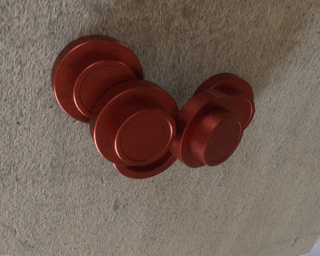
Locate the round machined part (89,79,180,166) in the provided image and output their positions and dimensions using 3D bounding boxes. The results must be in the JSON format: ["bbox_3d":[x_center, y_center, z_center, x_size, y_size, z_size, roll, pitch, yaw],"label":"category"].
[{"bbox_3d":[-0.022,0.001,0.332,0.099,0.042,0.097,-14,125,-21],"label":"round machined part"}]

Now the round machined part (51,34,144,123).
[{"bbox_3d":[-0.063,-0.047,0.334,0.099,0.042,0.097,-14,125,-21],"label":"round machined part"}]

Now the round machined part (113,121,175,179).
[{"bbox_3d":[-0.020,0.014,0.396,0.099,0.042,0.097,-14,125,-21],"label":"round machined part"}]

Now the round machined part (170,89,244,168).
[{"bbox_3d":[0.062,0.007,0.369,0.099,0.042,0.097,-24,131,-31],"label":"round machined part"}]

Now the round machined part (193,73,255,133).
[{"bbox_3d":[0.093,-0.024,0.434,0.099,0.042,0.097,-14,125,-21],"label":"round machined part"}]
